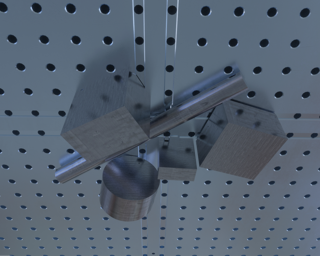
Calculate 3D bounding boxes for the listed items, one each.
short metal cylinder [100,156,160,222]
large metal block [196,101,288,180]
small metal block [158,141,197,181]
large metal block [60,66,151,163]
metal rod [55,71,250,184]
[{"bbox_3d":[-0.045,0.086,0.448,0.081,0.080,0.050,9,130,-8],"label":"short metal cylinder"},{"bbox_3d":[0.103,0.016,0.407,0.081,0.050,0.079,15,129,-13],"label":"large metal block"},{"bbox_3d":[0.023,0.046,0.435,0.050,0.050,0.025,4,130,-4],"label":"small metal block"},{"bbox_3d":[-0.059,-0.016,0.362,0.080,0.080,0.050,-22,127,17],"label":"large metal block"},{"bbox_3d":[-0.025,0.008,0.418,0.300,0.025,0.025,-27,125,21],"label":"metal rod"}]
